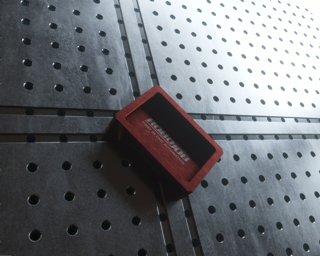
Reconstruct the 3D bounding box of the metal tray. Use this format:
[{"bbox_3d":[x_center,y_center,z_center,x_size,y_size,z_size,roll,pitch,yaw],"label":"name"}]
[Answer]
[{"bbox_3d":[0.010,0.015,0.402,0.130,0.030,0.091,46,51,3],"label":"metal tray"}]
